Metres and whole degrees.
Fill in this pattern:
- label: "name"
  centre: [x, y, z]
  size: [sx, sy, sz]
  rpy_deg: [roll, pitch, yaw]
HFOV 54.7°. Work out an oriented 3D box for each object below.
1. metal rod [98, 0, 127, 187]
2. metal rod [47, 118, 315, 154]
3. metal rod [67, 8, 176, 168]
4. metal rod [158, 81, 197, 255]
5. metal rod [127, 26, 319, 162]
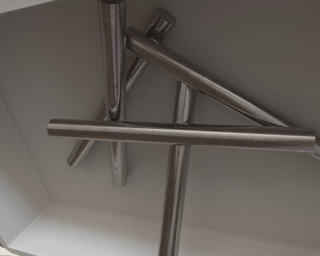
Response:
- label: "metal rod"
  centre: [-0.054, -0.016, 0.386]
  size: [0.025, 0.025, 0.298]
  rpy_deg: [22, 139, 15]
- label: "metal rod"
  centre: [0.005, 0.006, 0.347]
  size: [0.301, 0.025, 0.025]
  rpy_deg: [2, 120, 20]
- label: "metal rod"
  centre: [-0.068, -0.032, 0.424]
  size: [0.025, 0.025, 0.298]
  rpy_deg: [41, 129, 0]
- label: "metal rod"
  centre: [0.016, 0.094, 0.376]
  size: [0.025, 0.025, 0.298]
  rpy_deg: [9, 96, 24]
- label: "metal rod"
  centre: [0.094, -0.022, 0.327]
  size: [0.301, 0.025, 0.025]
  rpy_deg: [30, 129, 1]
